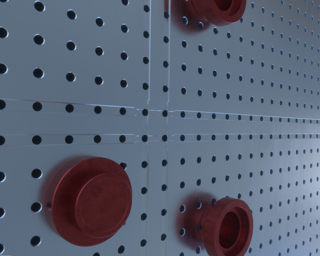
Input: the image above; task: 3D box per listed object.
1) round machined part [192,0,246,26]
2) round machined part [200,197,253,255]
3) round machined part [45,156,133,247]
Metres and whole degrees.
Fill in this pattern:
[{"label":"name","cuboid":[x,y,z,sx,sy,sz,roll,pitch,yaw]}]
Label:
[{"label":"round machined part","cuboid":[0.086,-0.204,0.472,0.099,0.042,0.097,0,90,-40]},{"label":"round machined part","cuboid":[0.100,0.157,0.485,0.099,0.042,0.097,0,90,-40]},{"label":"round machined part","cuboid":[-0.070,0.081,0.341,0.099,0.042,0.097,0,90,-40]}]
